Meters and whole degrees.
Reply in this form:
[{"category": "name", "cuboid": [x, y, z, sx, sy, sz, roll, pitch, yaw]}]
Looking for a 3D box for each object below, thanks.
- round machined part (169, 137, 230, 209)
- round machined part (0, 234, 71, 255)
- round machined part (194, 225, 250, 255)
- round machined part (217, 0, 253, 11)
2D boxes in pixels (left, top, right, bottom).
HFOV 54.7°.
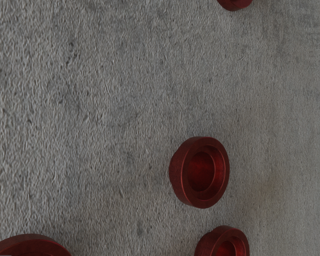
[{"category": "round machined part", "cuboid": [0.051, 0.060, 0.436, 0.099, 0.042, 0.097, 0, 90, -40]}, {"category": "round machined part", "cuboid": [-0.131, 0.147, 0.285, 0.099, 0.042, 0.097, 0, 90, -40]}, {"category": "round machined part", "cuboid": [0.089, 0.197, 0.469, 0.099, 0.042, 0.097, 0, 90, -40]}, {"category": "round machined part", "cuboid": [0.127, -0.243, 0.499, 0.099, 0.042, 0.097, 0, 90, -40]}]
